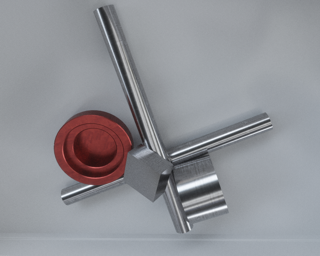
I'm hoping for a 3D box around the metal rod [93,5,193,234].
[{"bbox_3d":[-0.016,-0.001,0.390,0.025,0.025,0.298,-18,102,6],"label":"metal rod"}]

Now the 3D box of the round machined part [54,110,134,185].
[{"bbox_3d":[-0.084,0.023,0.408,0.099,0.042,0.097,0,110,-1],"label":"round machined part"}]

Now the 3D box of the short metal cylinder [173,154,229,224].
[{"bbox_3d":[0.054,0.081,0.411,0.050,0.080,0.080,-19,109,6],"label":"short metal cylinder"}]

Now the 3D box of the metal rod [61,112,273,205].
[{"bbox_3d":[0.004,0.045,0.426,0.301,0.025,0.025,-21,109,7],"label":"metal rod"}]

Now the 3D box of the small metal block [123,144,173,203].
[{"bbox_3d":[-0.016,0.056,0.386,0.050,0.025,0.050,31,129,23],"label":"small metal block"}]
